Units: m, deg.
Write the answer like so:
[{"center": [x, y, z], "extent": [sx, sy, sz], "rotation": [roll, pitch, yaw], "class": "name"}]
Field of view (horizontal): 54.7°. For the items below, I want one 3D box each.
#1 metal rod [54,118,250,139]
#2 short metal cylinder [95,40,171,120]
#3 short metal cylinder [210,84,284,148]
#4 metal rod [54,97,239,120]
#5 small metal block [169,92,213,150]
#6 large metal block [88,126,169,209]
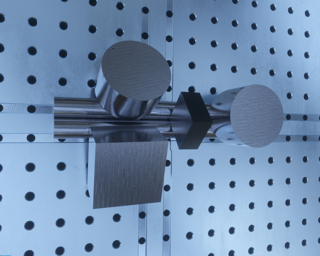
[{"center": [0.017, 0.002, 0.416], "extent": [0.303, 0.025, 0.025], "rotation": [1, 90, -20], "class": "metal rod"}, {"center": [-0.033, -0.056, 0.368], "extent": [0.081, 0.050, 0.080], "rotation": [8, 63, -17], "class": "short metal cylinder"}, {"center": [0.114, -0.015, 0.411], "extent": [0.081, 0.050, 0.079], "rotation": [0, 90, -20], "class": "short metal cylinder"}, {"center": [0.017, -0.023, 0.416], "extent": [0.303, 0.025, 0.025], "rotation": [1, 90, -20], "class": "metal rod"}, {"center": [0.036, -0.009, 0.379], "extent": [0.025, 0.050, 0.050], "rotation": [1, 48, -20], "class": "small metal block"}, {"center": [-0.041, 0.044, 0.366], "extent": [0.081, 0.050, 0.079], "rotation": [-1, 111, -20], "class": "large metal block"}]
